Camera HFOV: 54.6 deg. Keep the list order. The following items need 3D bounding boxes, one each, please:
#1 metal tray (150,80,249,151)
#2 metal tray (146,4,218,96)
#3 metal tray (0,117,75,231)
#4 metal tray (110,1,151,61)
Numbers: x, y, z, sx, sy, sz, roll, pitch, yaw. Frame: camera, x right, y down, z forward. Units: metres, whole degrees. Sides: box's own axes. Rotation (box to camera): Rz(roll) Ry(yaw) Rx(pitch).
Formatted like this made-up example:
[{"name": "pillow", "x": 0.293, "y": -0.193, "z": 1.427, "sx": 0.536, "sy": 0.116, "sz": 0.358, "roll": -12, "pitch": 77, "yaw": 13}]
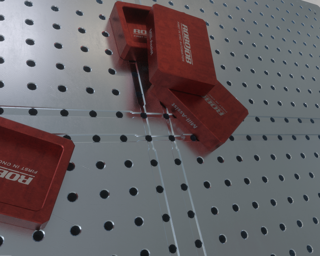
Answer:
[{"name": "metal tray", "x": 0.060, "y": -0.040, "z": 0.461, "sx": 0.130, "sy": 0.030, "sz": 0.090, "roll": 45, "pitch": 51, "yaw": 3}, {"name": "metal tray", "x": 0.029, "y": -0.114, "z": 0.450, "sx": 0.091, "sy": 0.030, "sz": 0.130, "roll": 10, "pitch": 58, "yaw": -23}, {"name": "metal tray", "x": -0.160, "y": 0.036, "z": 0.296, "sx": 0.131, "sy": 0.030, "sz": 0.090, "roll": 21, "pitch": 54, "yaw": -16}, {"name": "metal tray", "x": -0.006, "y": -0.148, "z": 0.491, "sx": 0.131, "sy": 0.030, "sz": 0.090, "roll": -2, "pitch": 63, "yaw": -29}]
